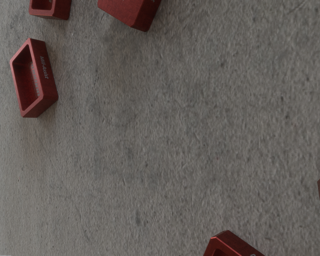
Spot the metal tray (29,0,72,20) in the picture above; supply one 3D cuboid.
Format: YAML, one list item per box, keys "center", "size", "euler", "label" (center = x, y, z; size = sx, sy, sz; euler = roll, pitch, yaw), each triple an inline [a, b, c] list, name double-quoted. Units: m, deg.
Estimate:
- center: [-0.193, -0.265, 0.556]
  size: [0.090, 0.030, 0.129]
  euler: [19, 102, 38]
  label: "metal tray"

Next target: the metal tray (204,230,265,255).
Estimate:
- center: [0.098, 0.181, 0.319]
  size: [0.130, 0.030, 0.089]
  euler: [29, 108, 35]
  label: "metal tray"

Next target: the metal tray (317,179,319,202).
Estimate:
- center: [0.179, 0.100, 0.234]
  size: [0.090, 0.030, 0.129]
  euler: [-7, 85, 19]
  label: "metal tray"

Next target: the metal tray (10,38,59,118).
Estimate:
- center: [-0.247, -0.095, 0.601]
  size: [0.090, 0.030, 0.129]
  euler: [-29, 72, 36]
  label: "metal tray"

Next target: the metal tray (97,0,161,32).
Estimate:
- center: [-0.029, -0.211, 0.424]
  size: [0.090, 0.030, 0.129]
  euler: [40, 114, 32]
  label: "metal tray"
